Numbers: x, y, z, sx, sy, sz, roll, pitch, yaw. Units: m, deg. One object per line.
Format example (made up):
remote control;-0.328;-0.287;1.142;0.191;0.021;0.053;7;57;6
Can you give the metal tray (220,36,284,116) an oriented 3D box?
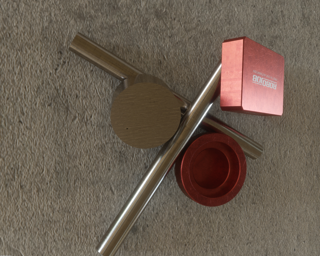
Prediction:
metal tray;0.131;-0.064;0.426;0.131;0.030;0.089;2;89;-48

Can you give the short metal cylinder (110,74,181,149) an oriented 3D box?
short metal cylinder;-0.019;-0.021;0.376;0.081;0.050;0.079;-3;111;-7

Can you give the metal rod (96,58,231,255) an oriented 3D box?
metal rod;0.014;0.030;0.397;0.025;0.025;0.300;35;85;-17

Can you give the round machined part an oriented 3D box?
round machined part;0.066;0.055;0.426;0.099;0.042;0.097;0;90;-20

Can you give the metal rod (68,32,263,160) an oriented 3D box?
metal rod;0.021;-0.034;0.419;0.301;0.025;0.025;30;80;-18
